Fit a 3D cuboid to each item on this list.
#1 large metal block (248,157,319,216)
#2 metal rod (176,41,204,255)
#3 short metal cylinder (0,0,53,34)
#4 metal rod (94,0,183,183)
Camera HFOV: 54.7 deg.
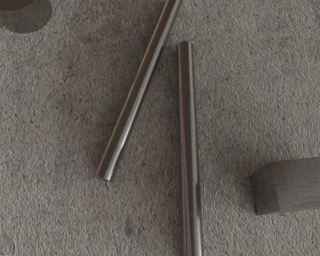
[{"bbox_3d":[0.157,0.068,0.356,0.081,0.080,0.050,-6,70,-3],"label":"large metal block"},{"bbox_3d":[0.037,0.021,0.400,0.025,0.025,0.299,0,70,-1],"label":"metal rod"},{"bbox_3d":[-0.209,-0.189,0.462,0.081,0.050,0.080,0,70,0],"label":"short metal cylinder"},{"bbox_3d":[-0.023,-0.070,0.433,0.025,0.025,0.299,18,71,6],"label":"metal rod"}]
